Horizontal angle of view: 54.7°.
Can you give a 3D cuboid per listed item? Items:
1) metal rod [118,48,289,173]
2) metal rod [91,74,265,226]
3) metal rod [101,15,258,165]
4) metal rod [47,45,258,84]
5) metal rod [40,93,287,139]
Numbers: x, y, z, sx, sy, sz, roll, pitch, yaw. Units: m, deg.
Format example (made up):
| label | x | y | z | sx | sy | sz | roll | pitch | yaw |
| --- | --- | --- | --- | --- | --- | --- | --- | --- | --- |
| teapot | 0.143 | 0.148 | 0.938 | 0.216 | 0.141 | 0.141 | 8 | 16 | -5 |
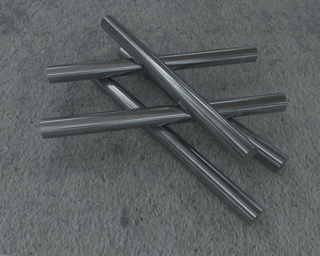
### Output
| label | x | y | z | sx | sy | sz | roll | pitch | yaw |
| --- | --- | --- | --- | --- | --- | --- | --- | --- | --- |
| metal rod | 0.044 | -0.041 | 0.439 | 0.025 | 0.025 | 0.300 | -35 | 59 | -26 |
| metal rod | 0.003 | 0.007 | 0.398 | 0.025 | 0.025 | 0.300 | -34 | 58 | -25 |
| metal rod | 0.006 | -0.066 | 0.396 | 0.025 | 0.025 | 0.300 | -28 | 56 | -22 |
| metal rod | -0.006 | -0.093 | 0.451 | 0.302 | 0.025 | 0.025 | -7 | 51 | -7 |
| metal rod | 0.010 | -0.016 | 0.387 | 0.302 | 0.025 | 0.025 | -7 | 51 | -6 |
